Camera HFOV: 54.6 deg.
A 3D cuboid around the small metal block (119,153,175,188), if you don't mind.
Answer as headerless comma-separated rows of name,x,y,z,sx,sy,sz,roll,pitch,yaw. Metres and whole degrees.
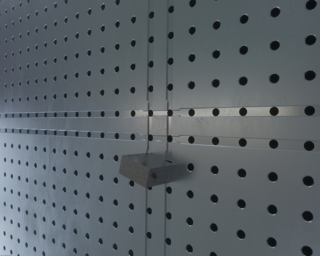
small metal block,-0.017,0.054,0.408,0.050,0.050,0.025,20,103,38
